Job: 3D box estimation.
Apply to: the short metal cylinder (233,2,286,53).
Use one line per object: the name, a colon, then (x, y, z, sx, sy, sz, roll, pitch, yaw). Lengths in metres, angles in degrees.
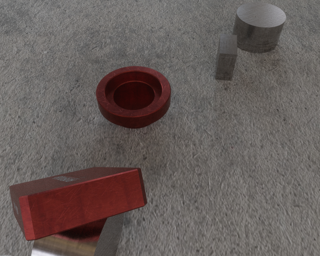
short metal cylinder: (0.169, -0.174, 0.534, 0.081, 0.050, 0.080, 0, 50, 0)

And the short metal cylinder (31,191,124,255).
short metal cylinder: (-0.070, 0.102, 0.281, 0.050, 0.080, 0.080, 12, 51, 9)

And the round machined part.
round machined part: (-0.035, -0.037, 0.424, 0.099, 0.042, 0.098, 0, 50, 0)

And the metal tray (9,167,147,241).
metal tray: (-0.080, 0.059, 0.278, 0.091, 0.130, 0.030, -10, 89, -29)

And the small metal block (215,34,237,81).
small metal block: (0.102, -0.109, 0.480, 0.025, 0.050, 0.050, 6, 50, 5)
